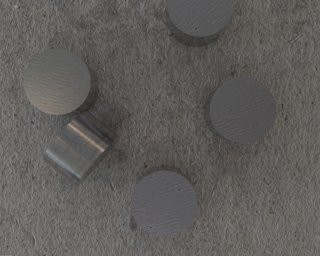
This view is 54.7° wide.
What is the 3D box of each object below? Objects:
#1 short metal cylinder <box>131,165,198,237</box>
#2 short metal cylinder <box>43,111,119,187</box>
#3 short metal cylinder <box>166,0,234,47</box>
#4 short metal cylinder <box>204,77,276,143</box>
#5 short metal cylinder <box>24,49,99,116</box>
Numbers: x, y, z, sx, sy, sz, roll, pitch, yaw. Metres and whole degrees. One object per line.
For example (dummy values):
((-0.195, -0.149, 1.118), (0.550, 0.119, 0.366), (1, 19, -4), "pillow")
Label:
((0.005, 0.091, 0.397), (0.081, 0.050, 0.080), (0, 90, 0), "short metal cylinder")
((-0.095, 0.025, 0.382), (0.050, 0.080, 0.080), (40, 90, 0), "short metal cylinder")
((0.049, -0.150, 0.398), (0.081, 0.050, 0.080), (0, 90, 0), "short metal cylinder")
((0.100, -0.022, 0.398), (0.081, 0.050, 0.080), (0, 90, 0), "short metal cylinder")
((-0.123, -0.056, 0.396), (0.081, 0.050, 0.080), (0, 90, 0), "short metal cylinder")
